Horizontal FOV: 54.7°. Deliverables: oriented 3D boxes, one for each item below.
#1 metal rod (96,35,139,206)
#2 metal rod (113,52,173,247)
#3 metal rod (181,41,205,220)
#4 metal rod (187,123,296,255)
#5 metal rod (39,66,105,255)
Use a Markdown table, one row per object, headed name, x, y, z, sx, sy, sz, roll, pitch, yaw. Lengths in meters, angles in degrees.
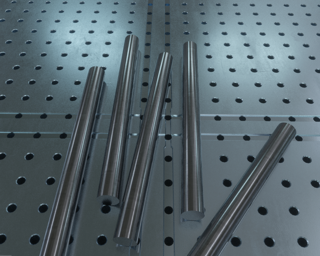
| name | x | y | z | sx | sy | sz | roll | pitch | yaw |
| --- | --- | --- | --- | --- | --- | --- | --- | --- | --- |
| metal rod | -0.052 | -0.035 | 0.436 | 0.025 | 0.025 | 0.300 | 2 | 50 | 1 |
| metal rod | -0.013 | 0.001 | 0.406 | 0.025 | 0.025 | 0.300 | 7 | 50 | 5 |
| metal rod | 0.043 | -0.021 | 0.425 | 0.025 | 0.025 | 0.300 | 3 | 50 | 2 |
| metal rod | 0.074 | 0.093 | 0.330 | 0.025 | 0.025 | 0.301 | 31 | 56 | 23 |
| metal rod | -0.101 | 0.029 | 0.381 | 0.025 | 0.025 | 0.300 | 1 | 50 | 1 |
